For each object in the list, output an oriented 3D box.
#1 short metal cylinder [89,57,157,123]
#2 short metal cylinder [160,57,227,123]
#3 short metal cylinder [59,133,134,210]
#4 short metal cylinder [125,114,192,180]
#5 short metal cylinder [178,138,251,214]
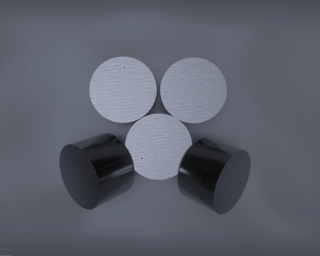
[{"bbox_3d":[-0.044,-0.046,0.396,0.081,0.050,0.079,0,90,-1],"label":"short metal cylinder"},{"bbox_3d":[0.040,-0.046,0.398,0.081,0.050,0.079,0,90,-1],"label":"short metal cylinder"},{"bbox_3d":[-0.077,0.051,0.376,0.050,0.080,0.080,-20,91,-45],"label":"short metal cylinder"},{"bbox_3d":[-0.002,0.022,0.396,0.081,0.050,0.079,0,90,-1],"label":"short metal cylinder"},{"bbox_3d":[0.067,0.057,0.377,0.050,0.080,0.080,21,90,39],"label":"short metal cylinder"}]
